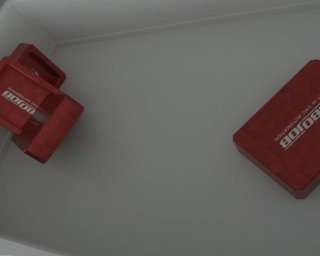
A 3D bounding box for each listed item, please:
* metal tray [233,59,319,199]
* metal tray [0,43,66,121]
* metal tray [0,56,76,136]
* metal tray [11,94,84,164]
[{"bbox_3d":[0.154,-0.003,0.323,0.130,0.030,0.090,-44,51,-2],"label":"metal tray"},{"bbox_3d":[-0.231,-0.066,0.526,0.030,0.090,0.130,18,71,36],"label":"metal tray"},{"bbox_3d":[-0.202,-0.035,0.472,0.090,0.130,0.030,-58,13,-13],"label":"metal tray"},{"bbox_3d":[-0.166,-0.005,0.446,0.130,0.030,0.090,10,64,57],"label":"metal tray"}]
